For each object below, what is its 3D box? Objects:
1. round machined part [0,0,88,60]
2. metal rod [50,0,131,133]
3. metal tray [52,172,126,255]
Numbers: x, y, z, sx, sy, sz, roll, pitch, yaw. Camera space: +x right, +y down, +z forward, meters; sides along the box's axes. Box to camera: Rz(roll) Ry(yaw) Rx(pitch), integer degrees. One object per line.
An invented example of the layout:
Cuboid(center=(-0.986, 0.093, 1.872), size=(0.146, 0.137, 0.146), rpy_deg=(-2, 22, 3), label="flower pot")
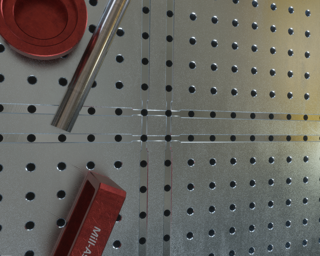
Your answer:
Cuboid(center=(-0.135, -0.126, 0.353), size=(0.099, 0.042, 0.097), rpy_deg=(0, 90, -20), label="round machined part")
Cuboid(center=(-0.062, -0.136, 0.389), size=(0.025, 0.025, 0.299), rpy_deg=(25, 82, -18), label="metal rod")
Cuboid(center=(-0.086, 0.120, 0.346), size=(0.030, 0.090, 0.130), rpy_deg=(25, 82, -18), label="metal tray")
